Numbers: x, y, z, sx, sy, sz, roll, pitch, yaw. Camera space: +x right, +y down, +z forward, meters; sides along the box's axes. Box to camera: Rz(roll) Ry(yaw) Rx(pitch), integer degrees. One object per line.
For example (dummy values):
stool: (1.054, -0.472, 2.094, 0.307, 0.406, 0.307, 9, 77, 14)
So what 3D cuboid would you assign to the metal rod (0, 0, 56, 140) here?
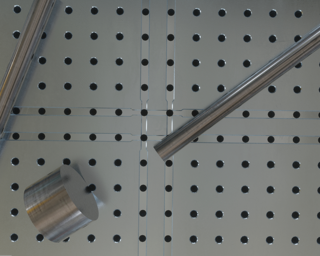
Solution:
metal rod: (-0.204, -0.042, 0.411, 0.025, 0.025, 0.299, 22, 90, 0)

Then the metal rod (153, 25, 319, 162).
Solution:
metal rod: (0.120, -0.054, 0.414, 0.301, 0.025, 0.025, -36, 90, 0)

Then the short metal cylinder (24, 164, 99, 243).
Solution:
short metal cylinder: (-0.120, 0.093, 0.385, 0.050, 0.080, 0.080, -32, 90, 0)
